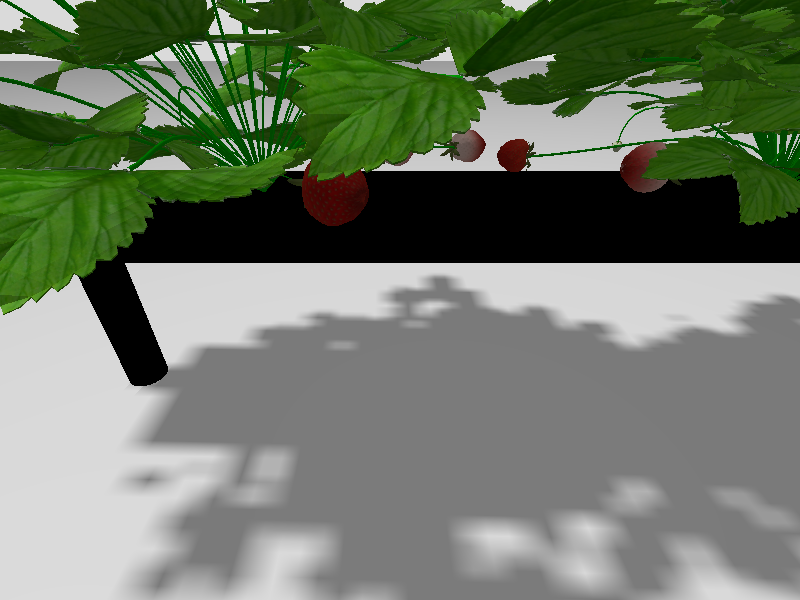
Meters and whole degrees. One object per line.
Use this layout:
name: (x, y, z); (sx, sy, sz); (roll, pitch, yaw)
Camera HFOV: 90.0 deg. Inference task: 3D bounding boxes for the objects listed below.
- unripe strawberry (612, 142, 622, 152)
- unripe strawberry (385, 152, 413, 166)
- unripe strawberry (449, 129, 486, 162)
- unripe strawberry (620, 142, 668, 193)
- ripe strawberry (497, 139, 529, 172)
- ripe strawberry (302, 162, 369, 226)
unripe strawberry: (0.255, -0.179, 0.470); (0.010, 0.011, 0.011); (-16, 36, -23)
unripe strawberry: (0.000, -0.169, 0.429); (0.049, 0.048, 0.045); (-24, 40, -34)
unripe strawberry: (0.074, -0.167, 0.432); (0.039, 0.034, 0.039); (-16, 36, -24)
unripe strawberry: (0.210, -0.114, 0.344); (0.039, 0.041, 0.036); (0, 32, 1)
ripe strawberry: (0.113, -0.145, 0.402); (0.030, 0.031, 0.028); (9, 34, 15)
ripe strawberry: (-0.042, -0.076, 0.282); (0.050, 0.050, 0.047); (27, 41, 35)
